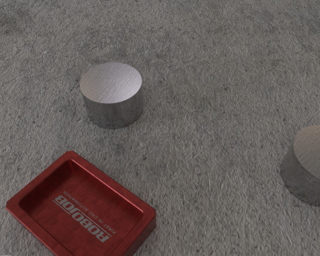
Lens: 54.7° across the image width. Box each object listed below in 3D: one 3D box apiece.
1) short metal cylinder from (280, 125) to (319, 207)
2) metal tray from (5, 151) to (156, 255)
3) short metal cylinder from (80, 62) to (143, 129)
[{"bbox_3d":[0.185,0.043,0.353,0.081,0.050,0.080,0,50,0],"label":"short metal cylinder"},{"bbox_3d":[-0.080,0.090,0.323,0.130,0.030,0.090,30,56,23],"label":"metal tray"},{"bbox_3d":[-0.064,-0.045,0.424,0.081,0.050,0.080,0,50,0],"label":"short metal cylinder"}]
